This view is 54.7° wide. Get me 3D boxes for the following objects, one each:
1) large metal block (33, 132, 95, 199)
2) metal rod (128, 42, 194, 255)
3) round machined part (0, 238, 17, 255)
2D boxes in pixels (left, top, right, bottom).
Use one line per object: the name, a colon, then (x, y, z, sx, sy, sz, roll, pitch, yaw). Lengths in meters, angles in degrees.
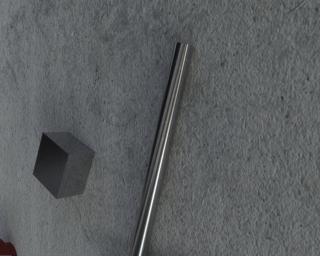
large metal block: (-0.163, 0.060, 0.520, 0.080, 0.050, 0.079, 30, 109, 35)
metal rod: (-0.002, 0.041, 0.404, 0.025, 0.025, 0.298, 20, 102, 38)
round machined part: (-0.348, 0.289, 0.676, 0.098, 0.042, 0.097, 0, 90, 39)
